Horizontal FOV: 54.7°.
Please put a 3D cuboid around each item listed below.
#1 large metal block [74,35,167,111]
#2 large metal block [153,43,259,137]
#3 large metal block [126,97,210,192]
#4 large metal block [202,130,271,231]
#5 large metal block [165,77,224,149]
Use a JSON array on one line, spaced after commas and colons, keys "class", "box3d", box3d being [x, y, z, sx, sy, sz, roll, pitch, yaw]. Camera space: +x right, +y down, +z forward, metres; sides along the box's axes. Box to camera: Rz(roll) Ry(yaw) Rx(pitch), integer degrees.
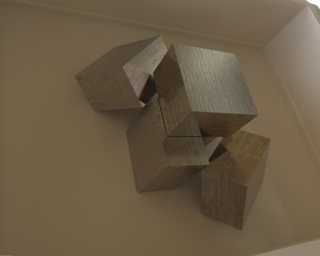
[{"class": "large metal block", "box3d": [-0.040, -0.066, 0.377, 0.080, 0.080, 0.050, -51, 127, -39]}, {"class": "large metal block", "box3d": [0.046, -0.038, 0.332, 0.081, 0.050, 0.080, 2, 61, -27]}, {"class": "large metal block", "box3d": [0.004, 0.021, 0.358, 0.050, 0.080, 0.080, 1, 61, -28]}, {"class": "large metal block", "box3d": [0.090, 0.059, 0.371, 0.050, 0.080, 0.080, 18, 45, 26]}, {"class": "large metal block", "box3d": [0.041, -0.022, 0.402, 0.050, 0.080, 0.080, 1, 61, -28]}]
